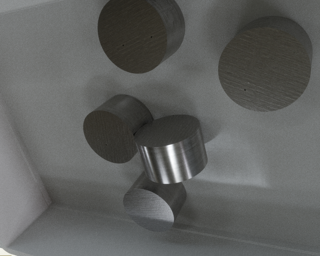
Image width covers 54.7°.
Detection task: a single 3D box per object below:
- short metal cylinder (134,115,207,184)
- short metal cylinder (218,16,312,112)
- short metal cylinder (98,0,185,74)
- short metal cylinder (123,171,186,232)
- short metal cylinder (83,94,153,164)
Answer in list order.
[{"bbox_3d":[0.014,0.024,0.379,0.080,0.080,0.050,-1,118,28],"label":"short metal cylinder"},{"bbox_3d":[0.102,-0.062,0.300,0.080,0.050,0.079,13,124,20],"label":"short metal cylinder"},{"bbox_3d":[-0.019,-0.105,0.336,0.080,0.050,0.079,13,124,20],"label":"short metal cylinder"},{"bbox_3d":[-0.007,0.106,0.461,0.080,0.050,0.079,13,124,20],"label":"short metal cylinder"},{"bbox_3d":[-0.055,0.001,0.420,0.080,0.050,0.079,14,124,21],"label":"short metal cylinder"}]
